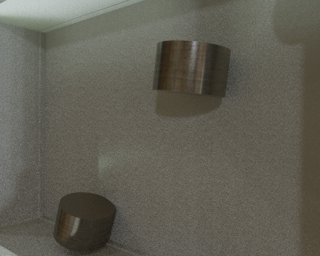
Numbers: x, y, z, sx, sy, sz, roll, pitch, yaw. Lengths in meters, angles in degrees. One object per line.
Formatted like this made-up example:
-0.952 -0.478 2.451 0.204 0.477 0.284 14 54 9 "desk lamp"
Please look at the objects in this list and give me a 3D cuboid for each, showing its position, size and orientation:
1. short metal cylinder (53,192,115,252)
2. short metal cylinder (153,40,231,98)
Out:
-0.113 0.137 0.461 0.080 0.081 0.050 23 105 37 "short metal cylinder"
0.034 -0.063 0.341 0.080 0.081 0.050 11 97 39 "short metal cylinder"
